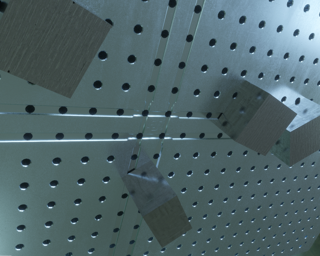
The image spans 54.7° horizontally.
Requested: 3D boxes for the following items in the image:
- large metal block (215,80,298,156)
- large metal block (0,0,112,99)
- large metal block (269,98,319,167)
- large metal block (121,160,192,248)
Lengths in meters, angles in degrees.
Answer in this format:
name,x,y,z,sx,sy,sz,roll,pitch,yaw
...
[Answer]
name,x,y,z,sx,sy,sz,roll,pitch,yaw
large metal block,0.145,-0.013,0.469,0.080,0.050,0.080,24,105,-37
large metal block,-0.105,-0.085,0.285,0.080,0.050,0.080,24,105,-37
large metal block,0.236,0.007,0.532,0.080,0.050,0.080,-27,128,-12
large metal block,-0.005,0.107,0.441,0.050,0.080,0.080,-30,129,-9
